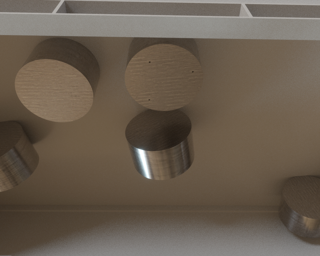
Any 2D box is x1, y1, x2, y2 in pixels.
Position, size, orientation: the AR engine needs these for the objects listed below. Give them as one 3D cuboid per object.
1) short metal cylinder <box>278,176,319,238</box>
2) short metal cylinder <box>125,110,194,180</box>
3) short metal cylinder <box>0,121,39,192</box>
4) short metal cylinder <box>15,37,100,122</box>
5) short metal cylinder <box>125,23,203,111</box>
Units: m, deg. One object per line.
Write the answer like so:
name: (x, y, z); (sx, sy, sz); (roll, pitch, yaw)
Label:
short metal cylinder: (0.229, 0.121, 0.480); (0.080, 0.080, 0.050); (-5, 130, 4)
short metal cylinder: (0.001, 0.018, 0.389); (0.080, 0.080, 0.050); (-6, 130, 5)
short metal cylinder: (-0.207, 0.036, 0.400); (0.080, 0.080, 0.050); (-8, 130, 6)
short metal cylinder: (-0.111, -0.053, 0.346); (0.081, 0.050, 0.079); (0, 130, 0)
short metal cylinder: (0.004, -0.065, 0.337); (0.081, 0.050, 0.079); (0, 130, 0)
